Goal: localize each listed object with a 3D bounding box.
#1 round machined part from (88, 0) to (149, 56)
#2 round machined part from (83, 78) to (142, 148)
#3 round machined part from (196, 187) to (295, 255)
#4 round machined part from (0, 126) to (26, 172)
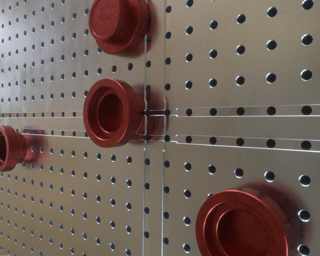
[{"bbox_3d":[-0.066,-0.157,0.451,0.098,0.042,0.097,0,90,39],"label":"round machined part"},{"bbox_3d":[-0.064,-0.021,0.449,0.098,0.042,0.097,0,90,39],"label":"round machined part"},{"bbox_3d":[0.090,0.110,0.323,0.098,0.042,0.097,0,90,39],"label":"round machined part"},{"bbox_3d":[-0.323,0.043,0.661,0.098,0.042,0.097,0,90,39],"label":"round machined part"}]
